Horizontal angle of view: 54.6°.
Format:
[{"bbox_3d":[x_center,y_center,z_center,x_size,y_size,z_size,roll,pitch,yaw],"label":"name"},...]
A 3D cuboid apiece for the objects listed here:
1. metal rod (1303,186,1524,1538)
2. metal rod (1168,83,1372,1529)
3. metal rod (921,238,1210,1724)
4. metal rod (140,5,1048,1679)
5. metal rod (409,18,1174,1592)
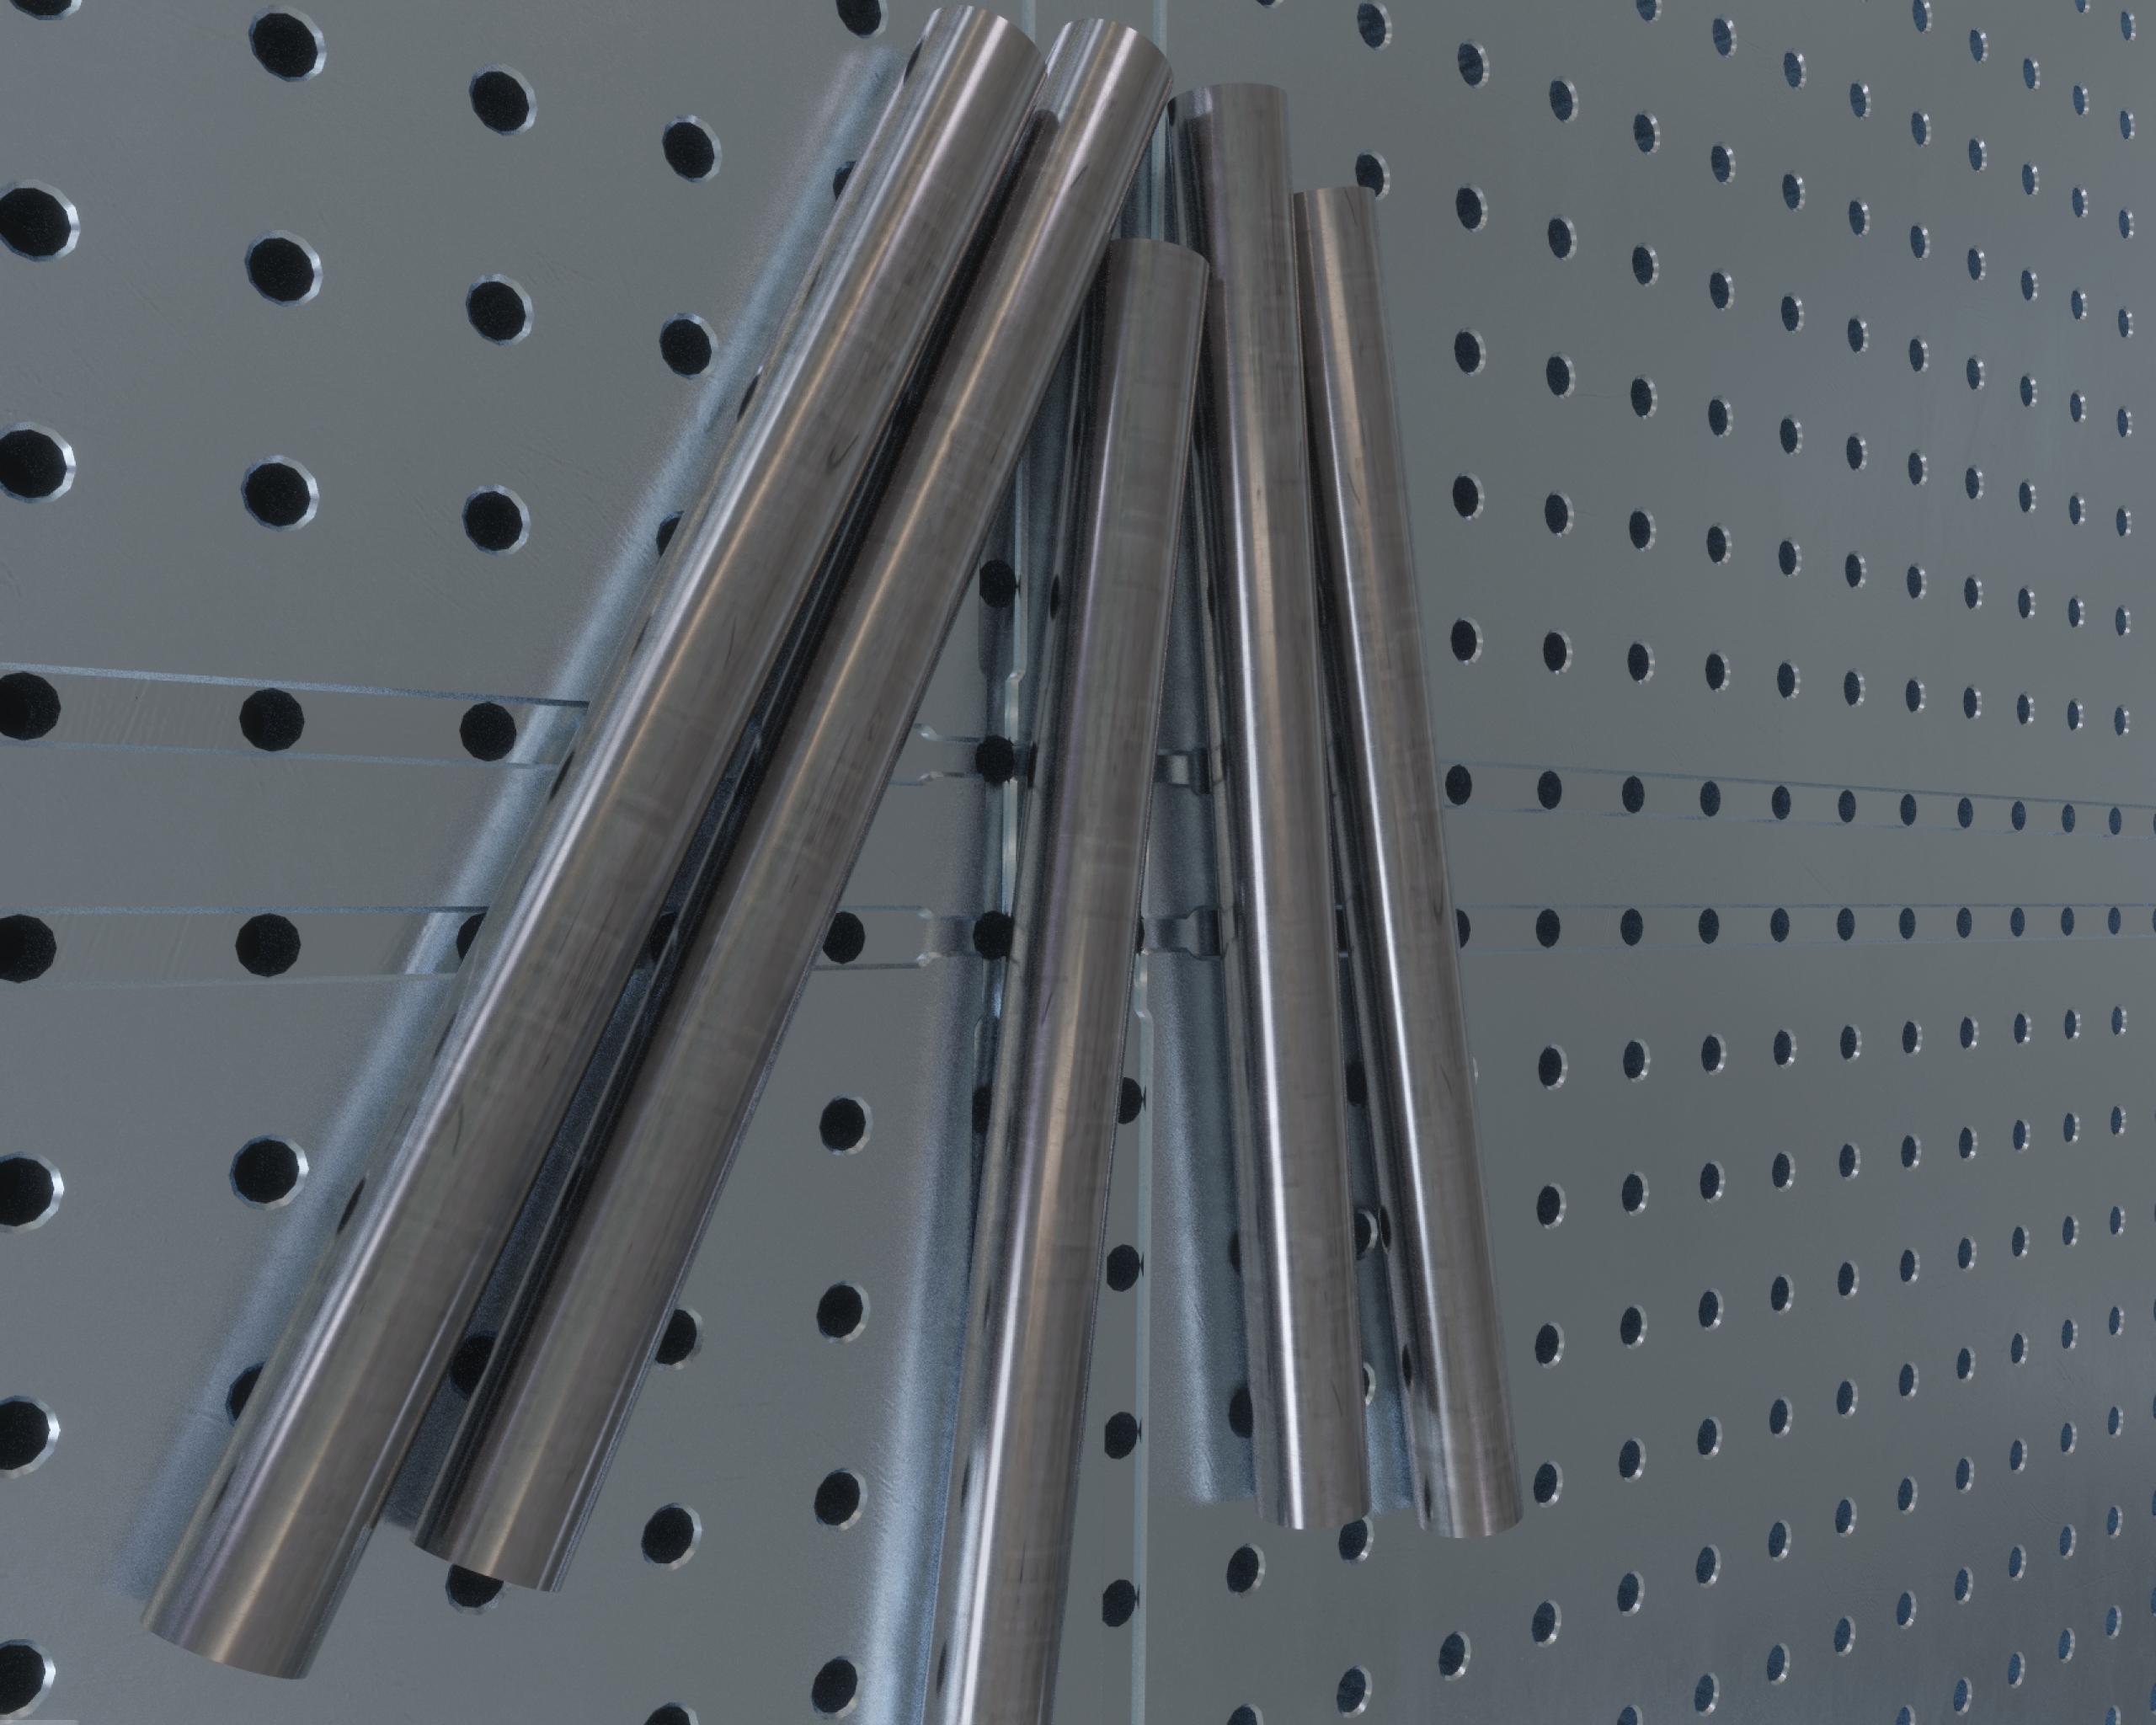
[{"bbox_3d":[0.071,0.004,0.467,0.025,0.025,0.298,-13,98,-39],"label":"metal rod"},{"bbox_3d":[0.041,-0.009,0.442,0.025,0.025,0.298,-7,94,-40],"label":"metal rod"},{"bbox_3d":[-0.002,0.027,0.406,0.025,0.025,0.299,11,83,-40],"label":"metal rod"},{"bbox_3d":[-0.071,-0.019,0.348,0.025,0.025,0.300,34,69,-35],"label":"metal rod"},{"bbox_3d":[-0.043,-0.024,0.372,0.025,0.025,0.300,32,70,-35],"label":"metal rod"}]
